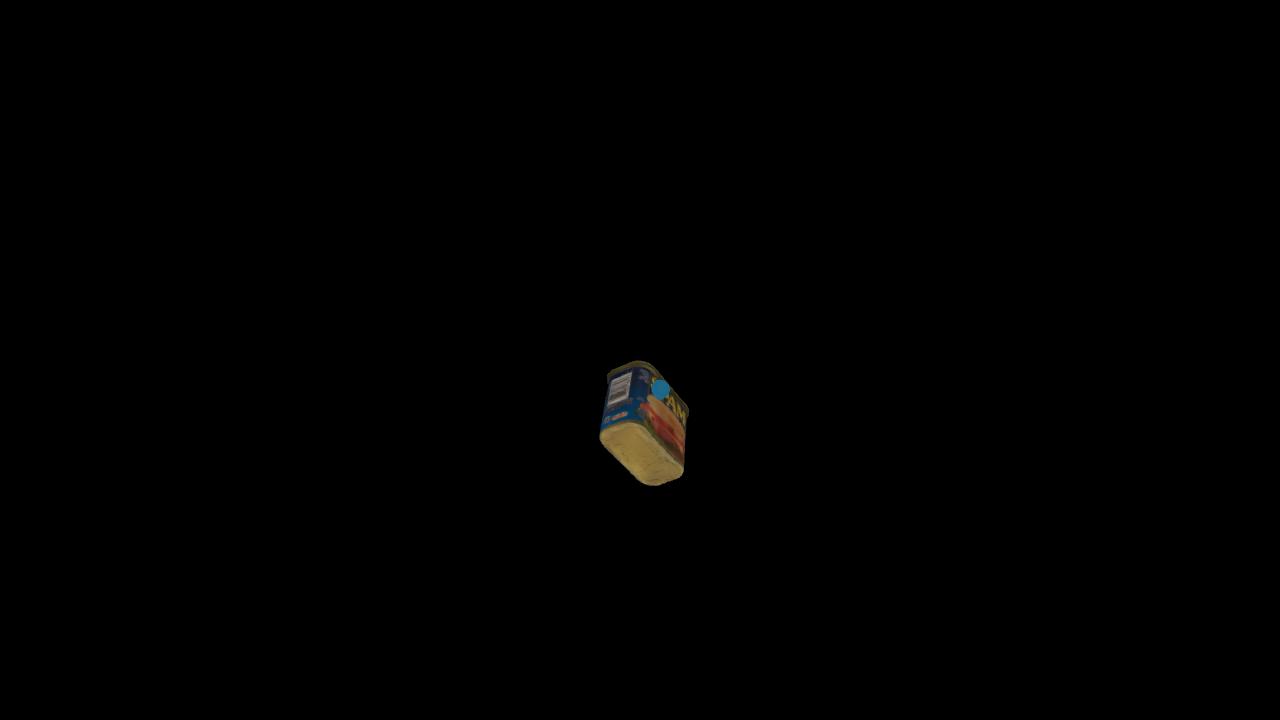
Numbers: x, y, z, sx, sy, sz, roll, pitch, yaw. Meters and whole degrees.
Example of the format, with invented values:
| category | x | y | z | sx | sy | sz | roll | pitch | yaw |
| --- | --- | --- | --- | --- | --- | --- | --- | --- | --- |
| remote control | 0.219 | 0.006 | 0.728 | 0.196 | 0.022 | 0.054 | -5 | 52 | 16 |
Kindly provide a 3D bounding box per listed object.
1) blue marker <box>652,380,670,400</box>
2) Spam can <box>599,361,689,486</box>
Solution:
| category | x | y | z | sx | sy | sz | roll | pitch | yaw |
| --- | --- | --- | --- | --- | --- | --- | --- | --- | --- |
| blue marker | 0.007 | 0.046 | 0.662 | 0.020 | 0.020 | 0.121 | 0 | -19 | -17 |
| Spam can | 0.005 | 0.066 | 0.632 | 0.058 | 0.085 | 0.101 | -24 | -55 | 26 |
